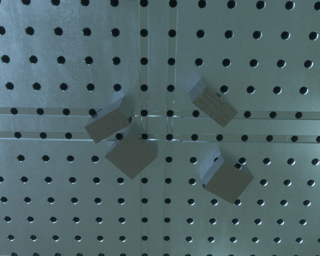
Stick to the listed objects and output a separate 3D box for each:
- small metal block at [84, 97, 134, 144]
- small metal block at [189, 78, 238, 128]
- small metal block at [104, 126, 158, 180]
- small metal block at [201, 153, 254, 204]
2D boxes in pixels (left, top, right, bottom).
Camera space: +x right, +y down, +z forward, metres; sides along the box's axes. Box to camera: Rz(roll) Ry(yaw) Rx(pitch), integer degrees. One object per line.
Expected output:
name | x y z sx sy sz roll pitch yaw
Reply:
small metal block | -0.063 -0.011 0.395 0.050 0.050 0.025 -29 108 10
small metal block | 0.065 -0.032 0.389 0.050 0.050 0.025 37 106 -13
small metal block | -0.039 0.034 0.426 0.050 0.025 0.050 43 104 -14
small metal block | 0.095 0.072 0.441 0.050 0.025 0.050 30 107 -11
